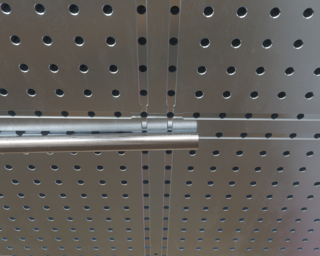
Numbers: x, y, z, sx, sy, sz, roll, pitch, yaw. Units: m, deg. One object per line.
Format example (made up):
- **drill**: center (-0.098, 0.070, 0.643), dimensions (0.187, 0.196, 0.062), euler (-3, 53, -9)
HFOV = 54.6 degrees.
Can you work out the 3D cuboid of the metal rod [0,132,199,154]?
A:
- **metal rod**: center (-0.099, 0.021, 0.428), dimensions (0.302, 0.025, 0.025), euler (-1, 130, 1)
